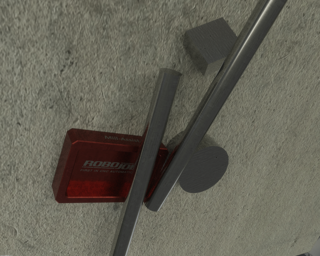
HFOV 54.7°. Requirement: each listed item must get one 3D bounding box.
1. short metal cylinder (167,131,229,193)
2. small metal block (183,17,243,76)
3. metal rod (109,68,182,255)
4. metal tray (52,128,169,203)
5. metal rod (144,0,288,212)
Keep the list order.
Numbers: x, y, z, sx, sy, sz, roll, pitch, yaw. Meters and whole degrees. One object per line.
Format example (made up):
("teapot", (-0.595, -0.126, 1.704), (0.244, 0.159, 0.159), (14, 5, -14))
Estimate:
("short metal cylinder", (0.052, 0.047, 0.450), (0.081, 0.050, 0.079), (-14, 125, -21))
("small metal block", (0.063, -0.096, 0.364), (0.050, 0.050, 0.025), (-25, 161, -14))
("metal rod", (-0.027, 0.070, 0.396), (0.025, 0.025, 0.298), (2, 117, -30))
("metal tray", (-0.063, 0.053, 0.403), (0.131, 0.030, 0.089), (8, 114, -32))
("metal rod", (0.053, -0.014, 0.368), (0.025, 0.025, 0.298), (11, 120, -33))
